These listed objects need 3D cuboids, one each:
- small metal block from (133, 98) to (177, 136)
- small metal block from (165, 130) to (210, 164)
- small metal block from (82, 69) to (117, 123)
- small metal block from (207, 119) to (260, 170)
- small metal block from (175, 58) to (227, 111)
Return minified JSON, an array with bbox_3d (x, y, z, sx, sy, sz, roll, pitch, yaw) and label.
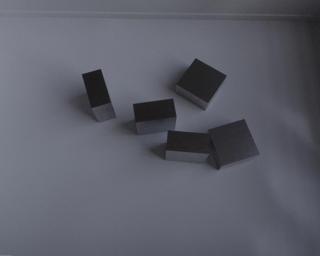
[{"bbox_3d":[-0.006,-0.013,0.401,0.050,0.050,0.025,-8,71,-3],"label":"small metal block"},{"bbox_3d":[0.033,0.025,0.387,0.050,0.050,0.025,5,70,2],"label":"small metal block"},{"bbox_3d":[-0.080,-0.042,0.411,0.025,0.050,0.050,-17,71,-6],"label":"small metal block"},{"bbox_3d":[0.093,0.022,0.402,0.050,0.025,0.050,-16,71,-6],"label":"small metal block"},{"bbox_3d":[0.057,-0.061,0.432,0.050,0.025,0.050,32,73,11],"label":"small metal block"}]
